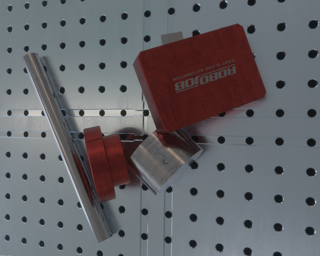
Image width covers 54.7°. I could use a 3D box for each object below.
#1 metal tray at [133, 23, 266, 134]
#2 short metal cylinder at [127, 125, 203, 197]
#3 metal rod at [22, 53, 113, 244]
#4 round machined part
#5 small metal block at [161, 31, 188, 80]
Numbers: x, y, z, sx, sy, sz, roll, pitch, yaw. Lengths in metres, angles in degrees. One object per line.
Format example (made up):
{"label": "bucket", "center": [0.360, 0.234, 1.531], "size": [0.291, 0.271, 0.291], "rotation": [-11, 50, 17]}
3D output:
{"label": "metal tray", "center": [0.046, -0.056, 0.351], "size": [0.131, 0.030, 0.090], "rotation": [-20, 92, -16]}
{"label": "short metal cylinder", "center": [0.007, 0.038, 0.381], "size": [0.050, 0.080, 0.080], "rotation": [44, 104, 14]}
{"label": "metal rod", "center": [-0.140, 0.024, 0.461], "size": [0.025, 0.025, 0.299], "rotation": [-27, 81, 18]}
{"label": "round machined part", "center": [-0.068, 0.044, 0.405], "size": [0.042, 0.098, 0.097], "rotation": [-13, 85, -11]}
{"label": "small metal block", "center": [0.018, -0.086, 0.390], "size": [0.025, 0.050, 0.050], "rotation": [-11, 86, -2]}
